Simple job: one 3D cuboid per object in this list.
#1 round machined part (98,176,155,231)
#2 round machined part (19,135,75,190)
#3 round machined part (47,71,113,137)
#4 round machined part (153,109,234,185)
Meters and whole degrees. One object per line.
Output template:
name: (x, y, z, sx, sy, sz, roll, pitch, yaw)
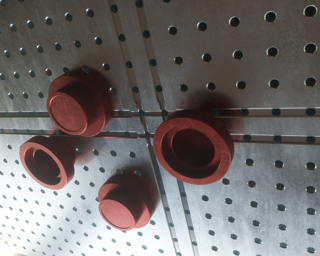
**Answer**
round machined part: (-0.061, 0.130, 0.511, 0.098, 0.042, 0.097, 13, 124, 20)
round machined part: (-0.186, 0.054, 0.529, 0.098, 0.042, 0.097, 13, 124, 20)
round machined part: (-0.121, -0.029, 0.444, 0.098, 0.042, 0.097, 13, 124, 20)
round machined part: (0.045, 0.020, 0.388, 0.098, 0.042, 0.097, 13, 124, 20)
